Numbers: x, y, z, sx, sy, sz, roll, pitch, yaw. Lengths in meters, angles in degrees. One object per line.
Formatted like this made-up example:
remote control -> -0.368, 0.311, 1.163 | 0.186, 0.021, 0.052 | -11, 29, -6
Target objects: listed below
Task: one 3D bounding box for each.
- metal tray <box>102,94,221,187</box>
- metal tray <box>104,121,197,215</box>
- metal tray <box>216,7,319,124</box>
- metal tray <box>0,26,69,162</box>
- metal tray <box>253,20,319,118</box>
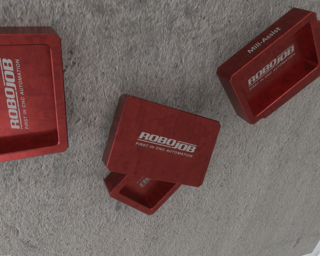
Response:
metal tray -> 0.004, 0.018, 0.386 | 0.131, 0.030, 0.089 | 15, 95, -24
metal tray -> -0.002, 0.055, 0.436 | 0.130, 0.030, 0.090 | -47, 129, 5
metal tray -> 0.144, -0.076, 0.395 | 0.130, 0.030, 0.090 | -39, 129, -2
metal tray -> -0.143, -0.031, 0.306 | 0.091, 0.030, 0.129 | -9, 122, -24
metal tray -> 0.179, -0.085, 0.448 | 0.130, 0.030, 0.090 | -37, 129, -3
